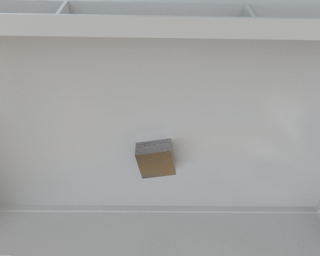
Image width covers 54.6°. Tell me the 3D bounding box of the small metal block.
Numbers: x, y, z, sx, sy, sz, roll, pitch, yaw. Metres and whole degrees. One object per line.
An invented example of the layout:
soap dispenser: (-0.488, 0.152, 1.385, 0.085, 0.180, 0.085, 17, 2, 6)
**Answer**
small metal block: (-0.005, 0.045, 0.447, 0.050, 0.025, 0.050, -8, 130, 6)
